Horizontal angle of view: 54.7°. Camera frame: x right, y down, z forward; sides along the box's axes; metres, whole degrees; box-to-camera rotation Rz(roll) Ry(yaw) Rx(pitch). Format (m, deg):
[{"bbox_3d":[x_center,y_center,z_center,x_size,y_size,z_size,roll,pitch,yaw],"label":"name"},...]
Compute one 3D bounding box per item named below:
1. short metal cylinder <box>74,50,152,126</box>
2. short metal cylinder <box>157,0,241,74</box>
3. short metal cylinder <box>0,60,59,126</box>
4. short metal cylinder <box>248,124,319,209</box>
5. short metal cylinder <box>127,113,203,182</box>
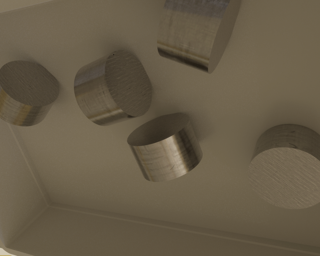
[{"bbox_3d":[-0.054,-0.046,0.372,0.050,0.080,0.080,-15,111,34],"label":"short metal cylinder"},{"bbox_3d":[0.038,-0.097,0.292,0.050,0.080,0.079,23,127,14],"label":"short metal cylinder"},{"bbox_3d":[-0.193,-0.049,0.442,0.080,0.080,0.050,44,129,-3],"label":"short metal cylinder"},{"bbox_3d":[0.143,0.042,0.343,0.080,0.050,0.079,13,124,20],"label":"short metal cylinder"},{"bbox_3d":[0.006,0.022,0.382,0.080,0.080,0.050,-9,114,32],"label":"short metal cylinder"}]
